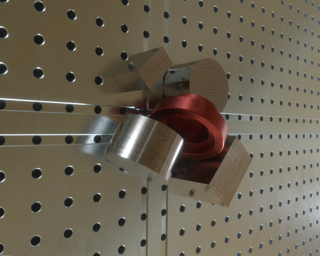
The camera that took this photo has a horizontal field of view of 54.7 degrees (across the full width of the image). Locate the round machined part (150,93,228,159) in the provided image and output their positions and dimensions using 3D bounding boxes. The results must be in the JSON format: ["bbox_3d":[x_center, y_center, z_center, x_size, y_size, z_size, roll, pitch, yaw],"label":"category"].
[{"bbox_3d":[0.038,-0.006,0.396,0.098,0.098,0.042,49,49,-30],"label":"round machined part"}]

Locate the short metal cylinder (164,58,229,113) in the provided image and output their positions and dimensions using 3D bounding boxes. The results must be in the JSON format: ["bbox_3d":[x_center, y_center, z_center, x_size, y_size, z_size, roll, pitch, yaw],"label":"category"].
[{"bbox_3d":[0.052,-0.054,0.438,0.081,0.050,0.079,0,90,-40],"label":"short metal cylinder"}]

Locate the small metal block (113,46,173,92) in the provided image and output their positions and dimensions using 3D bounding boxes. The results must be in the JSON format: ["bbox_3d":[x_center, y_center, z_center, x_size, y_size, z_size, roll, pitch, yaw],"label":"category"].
[{"bbox_3d":[-0.021,-0.070,0.377,0.050,0.050,0.025,-50,120,-29],"label":"small metal block"}]

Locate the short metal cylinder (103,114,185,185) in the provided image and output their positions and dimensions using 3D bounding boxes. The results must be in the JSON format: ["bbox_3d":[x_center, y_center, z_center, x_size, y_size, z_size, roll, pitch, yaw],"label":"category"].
[{"bbox_3d":[-0.018,0.026,0.360,0.080,0.080,0.050,38,67,-34],"label":"short metal cylinder"}]

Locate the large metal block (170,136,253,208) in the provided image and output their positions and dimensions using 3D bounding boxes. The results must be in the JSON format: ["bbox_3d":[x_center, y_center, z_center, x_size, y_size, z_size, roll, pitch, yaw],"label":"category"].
[{"bbox_3d":[0.068,0.056,0.434,0.050,0.080,0.080,51,60,-28],"label":"large metal block"}]
